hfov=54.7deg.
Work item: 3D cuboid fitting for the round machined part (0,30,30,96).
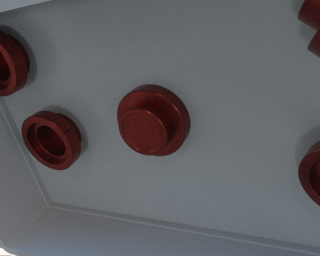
[{"bbox_3d":[-0.234,-0.099,0.457,0.098,0.042,0.097,13,124,20],"label":"round machined part"}]

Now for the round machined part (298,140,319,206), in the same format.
[{"bbox_3d":[0.197,0.047,0.310,0.098,0.042,0.097,31,144,26],"label":"round machined part"}]

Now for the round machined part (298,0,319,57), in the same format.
[{"bbox_3d":[0.141,-0.100,0.227,0.042,0.099,0.097,41,130,15],"label":"round machined part"}]

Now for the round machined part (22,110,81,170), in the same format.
[{"bbox_3d":[-0.166,0.015,0.492,0.098,0.042,0.097,13,124,20],"label":"round machined part"}]

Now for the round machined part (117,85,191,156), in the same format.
[{"bbox_3d":[-0.014,-0.003,0.402,0.098,0.042,0.097,13,124,20],"label":"round machined part"}]
